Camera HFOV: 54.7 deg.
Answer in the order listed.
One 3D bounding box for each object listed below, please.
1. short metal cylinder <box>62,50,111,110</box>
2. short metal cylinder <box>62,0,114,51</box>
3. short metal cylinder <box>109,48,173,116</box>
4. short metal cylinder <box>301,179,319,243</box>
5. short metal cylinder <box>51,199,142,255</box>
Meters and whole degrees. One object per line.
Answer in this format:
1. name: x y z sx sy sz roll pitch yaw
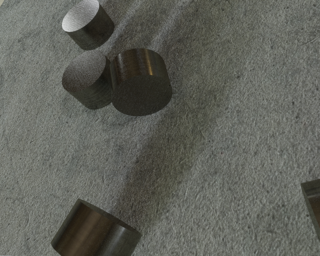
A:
1. short metal cylinder: -0.106 -0.076 0.490 0.080 0.050 0.080 -13 56 21
2. short metal cylinder: -0.133 -0.192 0.575 0.080 0.050 0.080 -13 56 21
3. short metal cylinder: -0.027 -0.060 0.420 0.080 0.080 0.050 -23 53 14
4. short metal cylinder: 0.150 0.076 0.243 0.050 0.080 0.080 -19 55 17
5. short metal cylinder: -0.067 0.118 0.332 0.080 0.080 0.050 19 72 35
